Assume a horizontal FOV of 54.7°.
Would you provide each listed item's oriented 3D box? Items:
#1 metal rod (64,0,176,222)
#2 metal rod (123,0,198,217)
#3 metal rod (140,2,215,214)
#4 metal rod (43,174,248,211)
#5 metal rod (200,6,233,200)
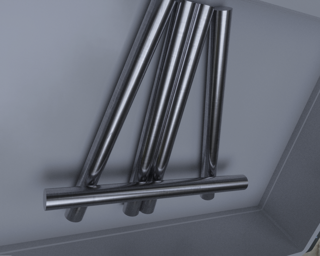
[{"bbox_3d":[-0.055,-0.010,0.371,0.025,0.025,0.298,13,112,-34],"label":"metal rod"},{"bbox_3d":[-0.007,-0.008,0.398,0.025,0.025,0.298,1,118,-29],"label":"metal rod"},{"bbox_3d":[0.014,-0.008,0.410,0.025,0.025,0.298,1,118,-29],"label":"metal rod"},{"bbox_3d":[0.001,0.085,0.426,0.303,0.025,0.025,1,118,-29],"label":"metal rod"},{"bbox_3d":[0.076,-0.013,0.440,0.025,0.025,0.298,-15,125,-20],"label":"metal rod"}]
